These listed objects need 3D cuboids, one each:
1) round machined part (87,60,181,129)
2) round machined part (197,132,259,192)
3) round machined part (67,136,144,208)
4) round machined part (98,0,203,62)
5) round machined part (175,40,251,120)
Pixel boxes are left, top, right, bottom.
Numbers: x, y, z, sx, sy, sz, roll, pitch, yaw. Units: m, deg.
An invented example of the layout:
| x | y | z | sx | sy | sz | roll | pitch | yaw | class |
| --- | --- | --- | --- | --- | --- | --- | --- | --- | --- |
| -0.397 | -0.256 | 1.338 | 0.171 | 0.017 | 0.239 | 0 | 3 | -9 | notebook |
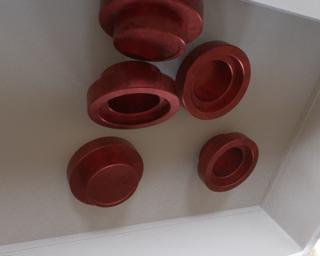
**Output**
| x | y | z | sx | sy | sz | roll | pitch | yaw | class |
| --- | --- | --- | --- | --- | --- | --- | --- | --- | --- |
| -0.029 | -0.037 | 0.338 | 0.099 | 0.042 | 0.098 | -7 | 157 | -3 | round machined part |
| 0.101 | 0.048 | 0.482 | 0.099 | 0.042 | 0.097 | -14 | 124 | -21 | round machined part |
| -0.066 | 0.063 | 0.400 | 0.099 | 0.042 | 0.097 | -14 | 124 | -21 | round machined part |
| -0.009 | -0.096 | 0.295 | 0.099 | 0.098 | 0.042 | 11 | 76 | -33 | round machined part |
| 0.062 | -0.063 | 0.393 | 0.099 | 0.042 | 0.097 | -14 | 124 | -21 | round machined part |
